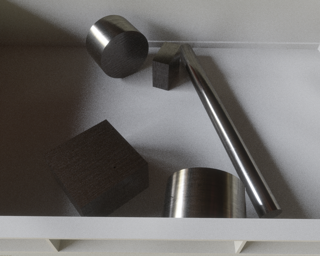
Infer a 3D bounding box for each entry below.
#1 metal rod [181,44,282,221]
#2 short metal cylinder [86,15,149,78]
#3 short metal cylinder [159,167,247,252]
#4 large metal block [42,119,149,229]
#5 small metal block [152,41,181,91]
[{"bbox_3d":[0.079,-0.019,0.421,0.025,0.025,0.300,-11,51,-10],"label":"metal rod"},{"bbox_3d":[-0.065,-0.123,0.472,0.081,0.080,0.050,-27,55,-21],"label":"short metal cylinder"},{"bbox_3d":[0.043,0.081,0.302,0.080,0.080,0.050,7,51,5],"label":"short metal cylinder"},{"bbox_3d":[-0.069,0.049,0.347,0.081,0.050,0.080,-32,57,-24],"label":"large metal block"},{"bbox_3d":[0.010,-0.093,0.467,0.025,0.050,0.050,17,52,14],"label":"small metal block"}]
